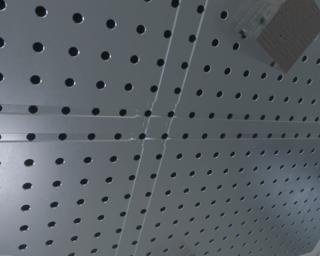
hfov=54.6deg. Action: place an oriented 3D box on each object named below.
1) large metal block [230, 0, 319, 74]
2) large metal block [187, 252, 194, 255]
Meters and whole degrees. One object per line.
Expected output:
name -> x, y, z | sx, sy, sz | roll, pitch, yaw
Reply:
large metal block -> 0.152, -0.130, 0.396 | 0.080, 0.050, 0.080 | 29, 102, -38
large metal block -> 0.051, 0.307, 0.611 | 0.080, 0.050, 0.080 | -30, 129, -9
